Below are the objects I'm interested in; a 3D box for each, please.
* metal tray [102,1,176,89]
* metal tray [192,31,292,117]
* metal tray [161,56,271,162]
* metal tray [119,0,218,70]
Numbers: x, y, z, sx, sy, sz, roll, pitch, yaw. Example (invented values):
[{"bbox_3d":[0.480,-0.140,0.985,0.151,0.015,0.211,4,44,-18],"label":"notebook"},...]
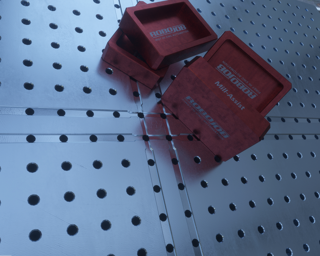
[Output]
[{"bbox_3d":[-0.020,-0.131,0.475,0.090,0.030,0.130,31,52,-9],"label":"metal tray"},{"bbox_3d":[0.121,-0.074,0.477,0.130,0.090,0.030,39,12,-4],"label":"metal tray"},{"bbox_3d":[0.070,-0.022,0.417,0.130,0.090,0.030,45,57,3],"label":"metal tray"},{"bbox_3d":[0.016,-0.145,0.464,0.131,0.030,0.090,-29,78,-38],"label":"metal tray"}]
